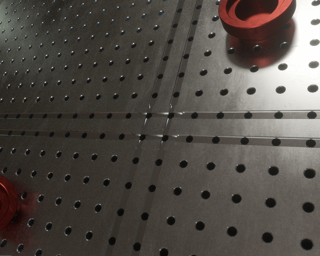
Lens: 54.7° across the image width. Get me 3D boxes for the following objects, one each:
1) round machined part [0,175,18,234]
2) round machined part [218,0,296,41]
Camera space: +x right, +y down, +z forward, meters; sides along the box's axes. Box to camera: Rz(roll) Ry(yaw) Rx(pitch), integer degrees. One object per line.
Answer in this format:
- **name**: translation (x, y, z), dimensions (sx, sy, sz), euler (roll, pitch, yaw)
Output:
- **round machined part**: translation (-0.256, 0.113, 0.437), dimensions (0.042, 0.099, 0.098), euler (129, 146, -50)
- **round machined part**: translation (0.134, -0.159, 0.424), dimensions (0.098, 0.042, 0.098), euler (-13, 56, 20)
